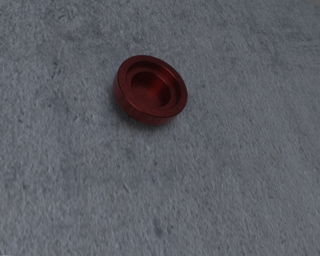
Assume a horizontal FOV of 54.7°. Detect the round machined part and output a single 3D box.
[{"bbox_3d":[-0.016,-0.046,0.414,0.099,0.042,0.098,14,56,-21],"label":"round machined part"}]
